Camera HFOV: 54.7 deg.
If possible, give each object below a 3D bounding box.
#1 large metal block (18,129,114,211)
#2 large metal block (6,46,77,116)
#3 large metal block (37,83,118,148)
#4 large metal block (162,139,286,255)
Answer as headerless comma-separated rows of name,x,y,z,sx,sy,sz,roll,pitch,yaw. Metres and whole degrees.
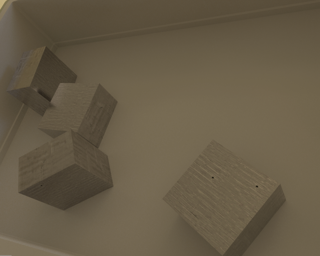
large metal block,-0.119,0.057,0.398,0.080,0.080,0.050,-27,52,11
large metal block,-0.194,-0.075,0.519,0.050,0.080,0.080,-6,59,25
large metal block,-0.123,-0.020,0.467,0.080,0.050,0.080,5,64,30
large metal block,0.065,0.072,0.312,0.080,0.050,0.080,-49,51,-6
